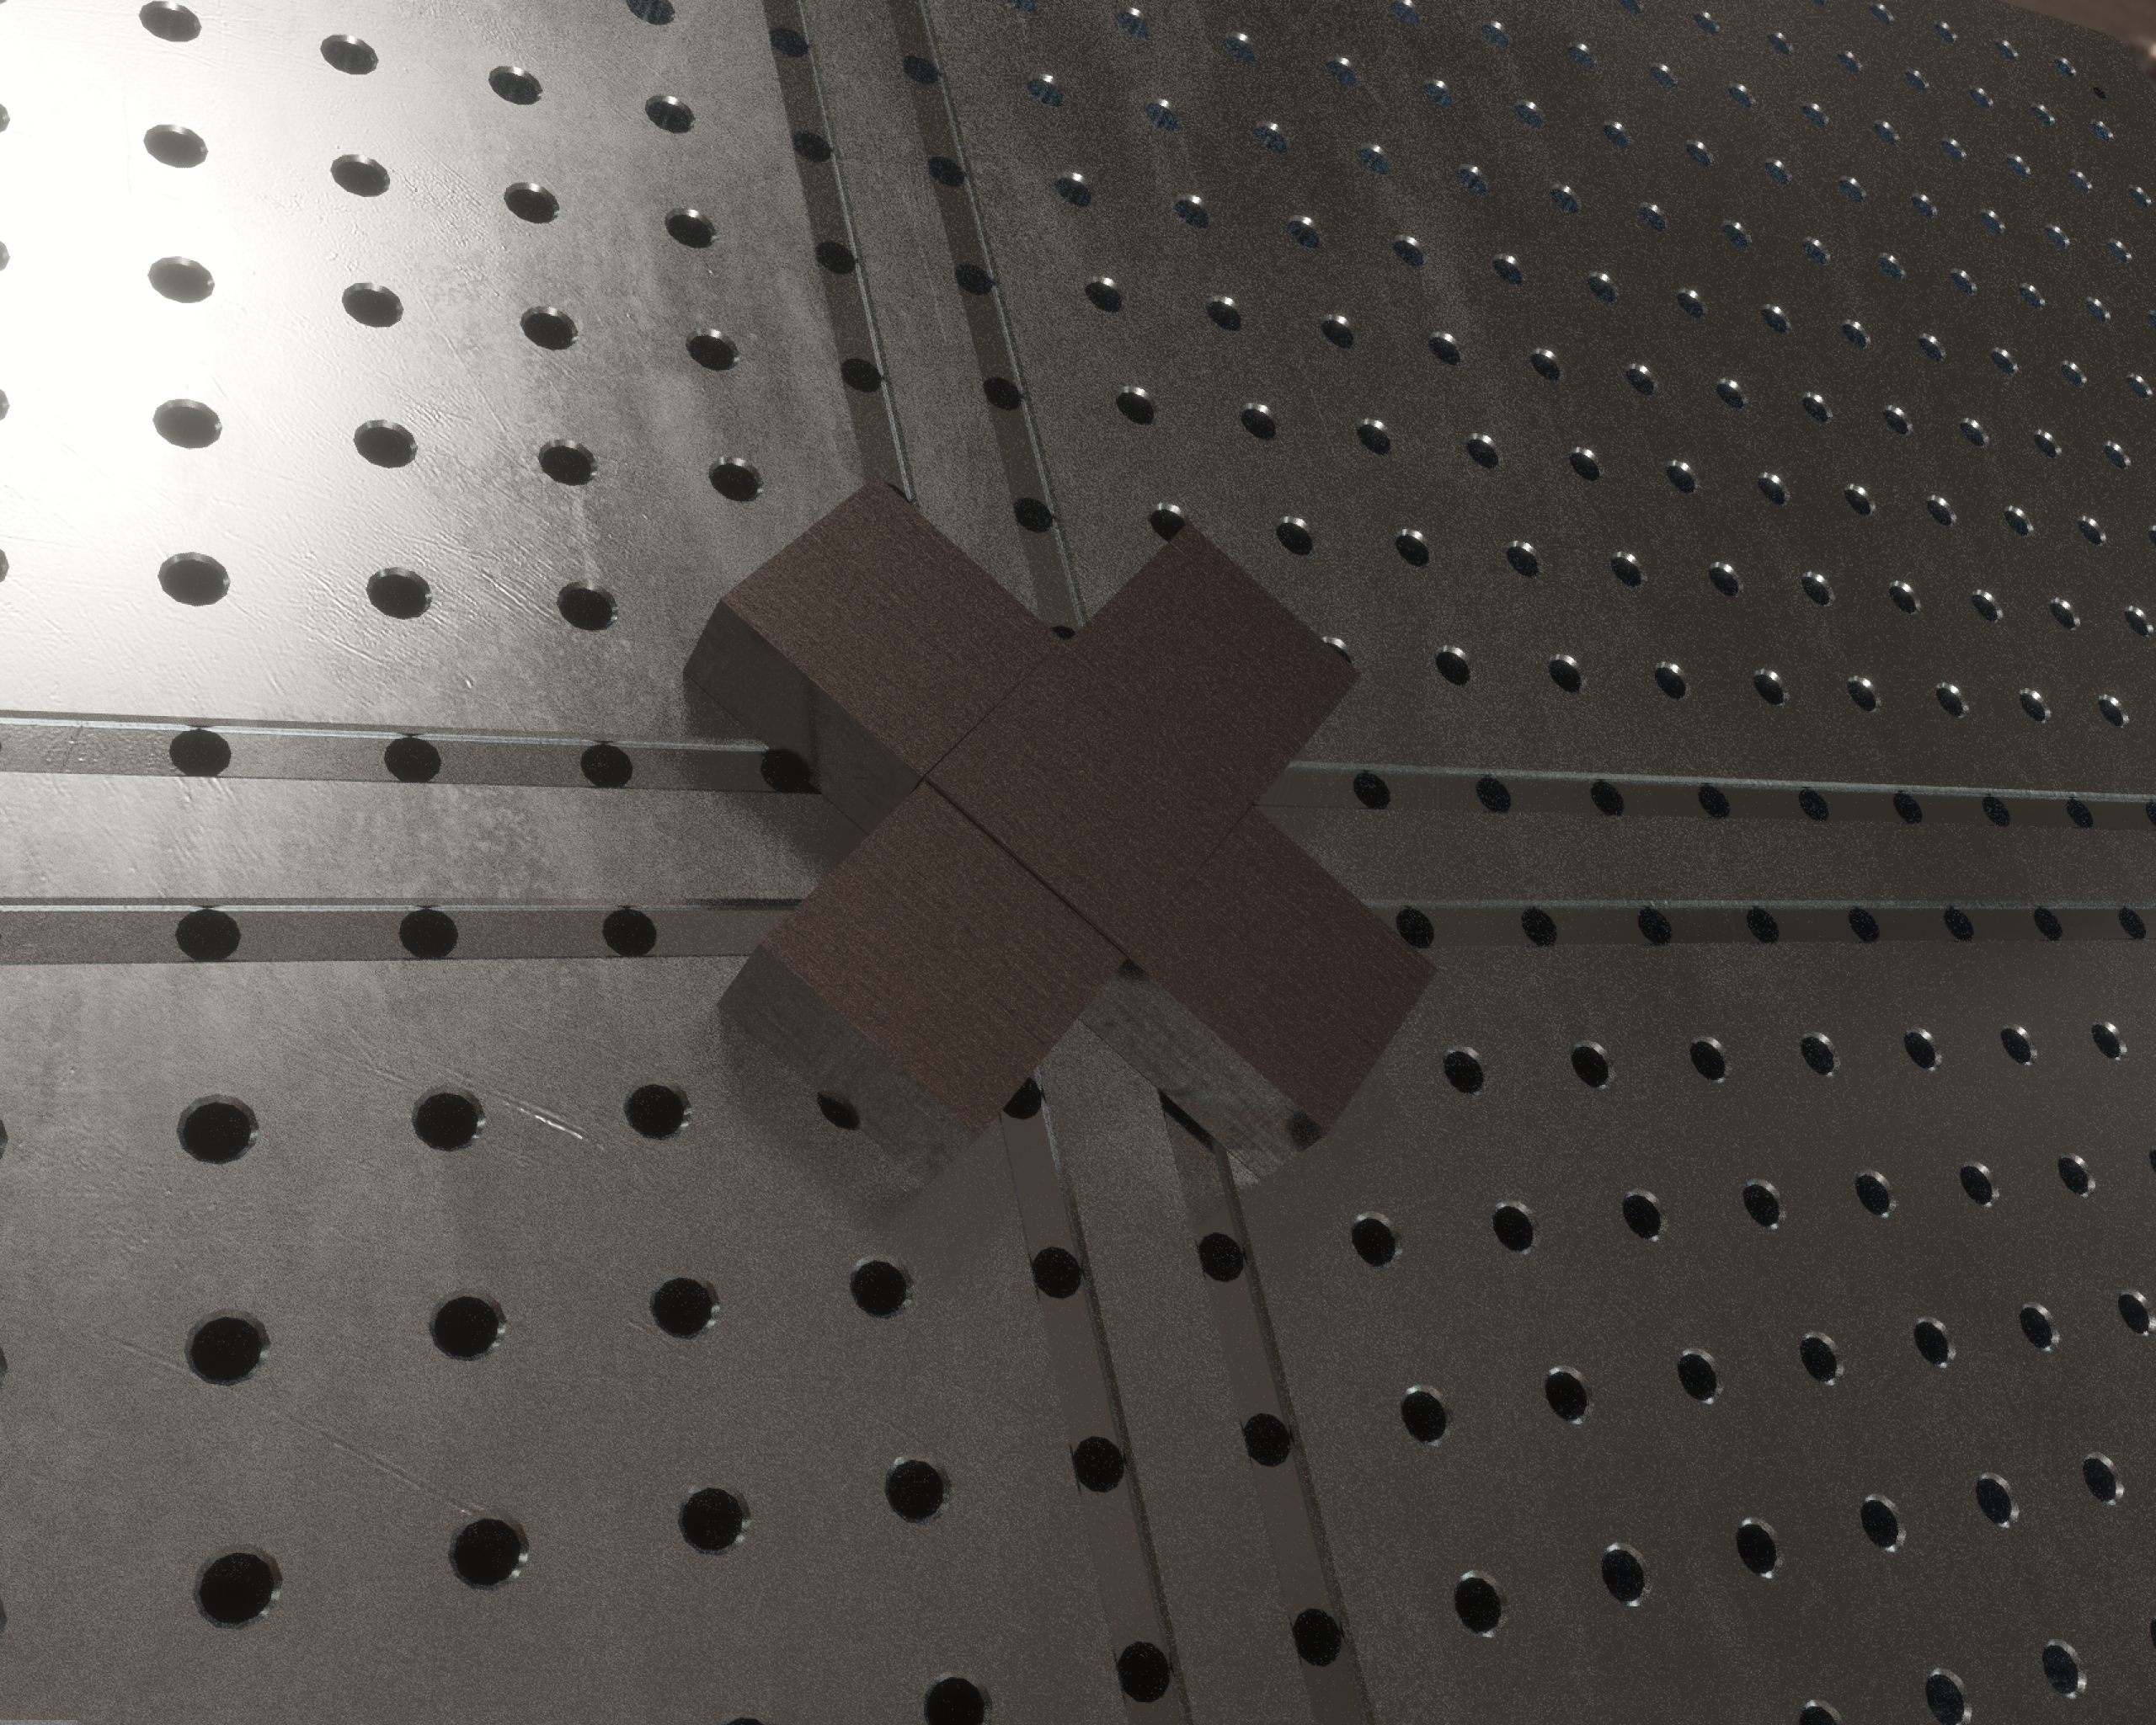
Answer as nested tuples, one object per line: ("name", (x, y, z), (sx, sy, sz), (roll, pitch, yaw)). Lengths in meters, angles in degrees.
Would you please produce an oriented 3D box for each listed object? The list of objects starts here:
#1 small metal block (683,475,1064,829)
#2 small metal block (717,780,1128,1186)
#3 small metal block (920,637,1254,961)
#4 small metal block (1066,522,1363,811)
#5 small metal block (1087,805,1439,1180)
("small metal block", (-0.040, -0.041, 0.413), (0.050, 0.025, 0.050), (42, 51, 0))
("small metal block", (-0.028, 0.021, 0.381), (0.050, 0.025, 0.050), (42, 51, 0))
("small metal block", (-0.002, -0.008, 0.412), (0.050, 0.025, 0.050), (42, 51, 0))
("small metal block", (0.025, -0.037, 0.445), (0.050, 0.025, 0.050), (42, 51, 0))
("small metal block", (0.036, 0.025, 0.413), (0.050, 0.025, 0.050), (42, 51, 0))
